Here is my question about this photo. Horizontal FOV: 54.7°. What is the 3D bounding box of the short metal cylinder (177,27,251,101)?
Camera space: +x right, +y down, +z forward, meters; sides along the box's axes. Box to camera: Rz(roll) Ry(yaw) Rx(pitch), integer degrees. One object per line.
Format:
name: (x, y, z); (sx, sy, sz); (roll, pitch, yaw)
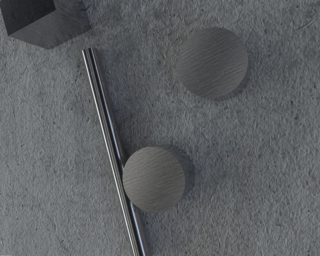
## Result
short metal cylinder: (0.066, -0.074, 0.372); (0.080, 0.050, 0.080); (0, 90, 20)

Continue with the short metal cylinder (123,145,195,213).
short metal cylinder: (0.000, 0.062, 0.396); (0.080, 0.050, 0.080); (0, 90, 20)

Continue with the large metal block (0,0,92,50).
large metal block: (-0.158, -0.157, 0.435); (0.080, 0.080, 0.050); (-19, 84, 19)

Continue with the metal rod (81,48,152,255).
metal rod: (-0.062, 0.034, 0.430); (0.025, 0.025, 0.299); (-17, 84, 19)
